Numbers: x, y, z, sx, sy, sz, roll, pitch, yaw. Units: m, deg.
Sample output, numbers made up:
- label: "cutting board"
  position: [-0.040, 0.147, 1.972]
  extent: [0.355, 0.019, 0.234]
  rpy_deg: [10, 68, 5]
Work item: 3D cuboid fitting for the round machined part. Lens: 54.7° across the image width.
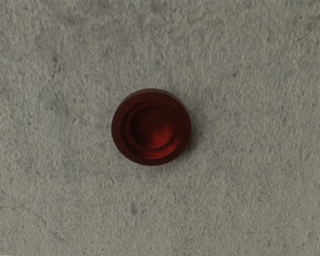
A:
- label: "round machined part"
  position: [-0.011, -0.004, 0.399]
  extent: [0.099, 0.042, 0.097]
  rpy_deg: [0, 110, -1]
